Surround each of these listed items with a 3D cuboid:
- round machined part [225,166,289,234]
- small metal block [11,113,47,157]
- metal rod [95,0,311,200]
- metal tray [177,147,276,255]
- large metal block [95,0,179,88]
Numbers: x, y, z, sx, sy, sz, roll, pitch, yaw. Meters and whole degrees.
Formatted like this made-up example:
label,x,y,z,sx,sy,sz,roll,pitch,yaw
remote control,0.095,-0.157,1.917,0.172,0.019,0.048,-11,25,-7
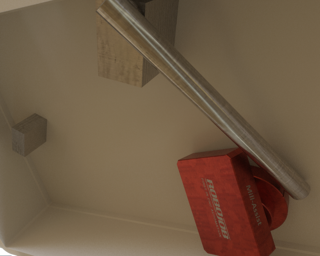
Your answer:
label,x,y,z,sx,sy,sz,roll,pitch,yaw
round machined part,0.112,0.100,0.400,0.098,0.042,0.097,13,124,20
small metal block,-0.214,0.011,0.510,0.025,0.050,0.050,27,128,11
metal rod,0.062,-0.014,0.308,0.301,0.025,0.025,40,132,-24
metal tray,0.078,0.093,0.381,0.090,0.030,0.129,-15,94,51
large metal block,-0.021,-0.099,0.322,0.050,0.080,0.079,17,125,18
